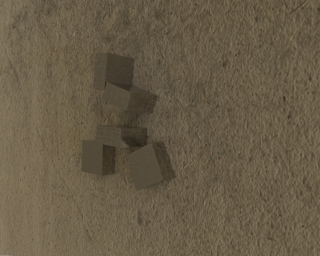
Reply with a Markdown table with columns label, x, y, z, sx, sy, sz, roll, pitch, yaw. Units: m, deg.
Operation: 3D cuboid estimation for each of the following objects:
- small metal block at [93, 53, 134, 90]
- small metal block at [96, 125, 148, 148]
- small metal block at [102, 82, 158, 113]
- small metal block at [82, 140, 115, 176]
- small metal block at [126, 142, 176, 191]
| label | x | y | z | sx | sy | sz | roll | pitch | yaw |
| --- | --- | --- | --- | --- | --- | --- | --- | --- | --- |
| small metal block | -0.066 | -0.078 | 0.443 | 0.025 | 0.050 | 0.050 | 8 | 95 | 40 |
| small metal block | -0.053 | 0.011 | 0.433 | 0.050 | 0.050 | 0.025 | 7 | 95 | 40 |
| small metal block | -0.041 | -0.042 | 0.422 | 0.050 | 0.050 | 0.025 | 27 | 107 | 36 |
| small metal block | -0.097 | 0.045 | 0.485 | 0.050 | 0.025 | 0.050 | 3 | 92 | 40 |
| small metal block | -0.013 | 0.051 | 0.416 | 0.050 | 0.025 | 0.050 | -29 | 72 | 36 |
